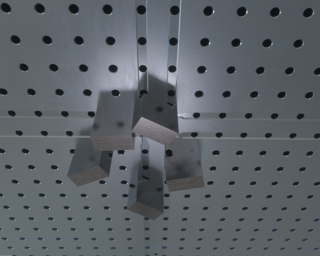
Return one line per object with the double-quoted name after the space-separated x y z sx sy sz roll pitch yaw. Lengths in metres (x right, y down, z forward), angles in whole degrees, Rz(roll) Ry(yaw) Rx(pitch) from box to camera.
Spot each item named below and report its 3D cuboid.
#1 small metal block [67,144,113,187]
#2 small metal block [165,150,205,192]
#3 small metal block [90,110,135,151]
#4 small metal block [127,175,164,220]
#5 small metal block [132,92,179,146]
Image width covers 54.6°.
-0.097 0.049 0.436 0.050 0.050 0.025 -20 127 16 "small metal block"
0.035 0.061 0.447 0.050 0.050 0.025 -10 130 8 "small metal block"
-0.058 0.002 0.397 0.050 0.050 0.025 -2 130 2 "small metal block"
-0.022 0.110 0.488 0.050 0.050 0.025 29 124 -22 "small metal block"
-0.006 -0.011 0.386 0.050 0.050 0.025 24 126 -19 "small metal block"
